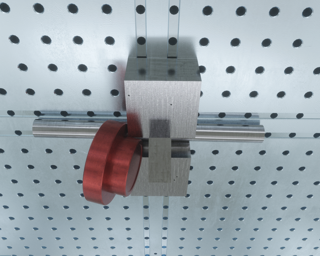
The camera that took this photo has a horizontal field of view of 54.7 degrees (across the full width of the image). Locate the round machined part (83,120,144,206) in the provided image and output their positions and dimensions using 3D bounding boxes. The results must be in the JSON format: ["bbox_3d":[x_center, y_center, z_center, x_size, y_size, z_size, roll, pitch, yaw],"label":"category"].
[{"bbox_3d":[-0.049,0.042,0.361,0.042,0.098,0.097,13,131,8],"label":"round machined part"}]

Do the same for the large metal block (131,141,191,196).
[{"bbox_3d":[-0.001,0.052,0.440,0.081,0.050,0.079,1,130,-1],"label":"large metal block"}]

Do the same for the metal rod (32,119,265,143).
[{"bbox_3d":[-0.013,0.004,0.415,0.302,0.025,0.025,1,130,-2],"label":"metal rod"}]

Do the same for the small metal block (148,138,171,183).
[{"bbox_3d":[0.000,0.037,0.369,0.025,0.050,0.050,1,86,-1],"label":"small metal block"}]

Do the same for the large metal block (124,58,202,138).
[{"bbox_3d":[0.003,-0.035,0.366,0.081,0.050,0.079,0,130,-1],"label":"large metal block"}]
